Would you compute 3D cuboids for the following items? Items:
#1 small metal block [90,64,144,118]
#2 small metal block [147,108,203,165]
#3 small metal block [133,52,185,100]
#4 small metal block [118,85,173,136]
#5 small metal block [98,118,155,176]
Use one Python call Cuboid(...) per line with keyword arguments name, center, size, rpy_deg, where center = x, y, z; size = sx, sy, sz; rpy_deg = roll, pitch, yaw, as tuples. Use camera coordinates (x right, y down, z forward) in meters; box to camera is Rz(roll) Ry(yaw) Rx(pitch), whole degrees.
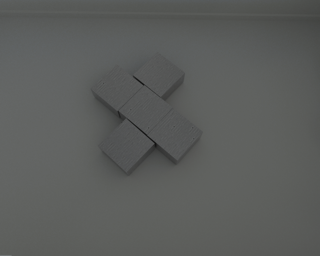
Cuboid(name="small metal block", center=(-0.057, -0.051, 0.425), size=(0.050, 0.025, 0.050), rpy_deg=(40, 75, 13))
Cuboid(name="small metal block", center=(0.019, 0.011, 0.403), size=(0.050, 0.025, 0.050), rpy_deg=(40, 75, 13))
Cuboid(name="small metal block", center=(-0.001, -0.069, 0.432), size=(0.050, 0.025, 0.050), rpy_deg=(40, 74, 13))
Cuboid(name="small metal block", center=(-0.018, -0.020, 0.414), size=(0.050, 0.025, 0.050), rpy_deg=(40, 75, 13))
Cuboid(name="small metal block", center=(-0.042, 0.025, 0.398), size=(0.050, 0.025, 0.050), rpy_deg=(41, 76, 13))
